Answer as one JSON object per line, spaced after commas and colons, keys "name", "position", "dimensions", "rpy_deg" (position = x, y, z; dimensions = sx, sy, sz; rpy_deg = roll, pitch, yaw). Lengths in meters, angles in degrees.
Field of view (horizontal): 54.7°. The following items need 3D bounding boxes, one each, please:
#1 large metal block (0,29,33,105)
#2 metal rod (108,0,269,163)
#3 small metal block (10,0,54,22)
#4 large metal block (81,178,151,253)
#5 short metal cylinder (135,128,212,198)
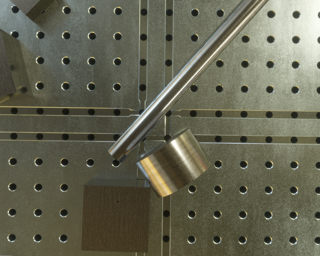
{"name": "large metal block", "position": [-0.222, -0.072, 0.398], "dimensions": [0.080, 0.050, 0.080], "rpy_deg": [-14, 90, -1]}
{"name": "metal rod", "position": [0.041, -0.073, 0.413], "dimensions": [0.025, 0.025, 0.300], "rpy_deg": [42, 90, -1]}
{"name": "small metal block", "position": [-0.174, -0.181, 0.411], "dimensions": [0.050, 0.025, 0.050], "rpy_deg": [44, 90, -1]}
{"name": "large metal block", "position": [-0.054, 0.110, 0.400], "dimensions": [0.081, 0.050, 0.079], "rpy_deg": [2, 90, -1]}
{"name": "short metal cylinder", "position": [0.017, 0.042, 0.386], "dimensions": [0.080, 0.080, 0.050], "rpy_deg": [-33, 90, 0]}
